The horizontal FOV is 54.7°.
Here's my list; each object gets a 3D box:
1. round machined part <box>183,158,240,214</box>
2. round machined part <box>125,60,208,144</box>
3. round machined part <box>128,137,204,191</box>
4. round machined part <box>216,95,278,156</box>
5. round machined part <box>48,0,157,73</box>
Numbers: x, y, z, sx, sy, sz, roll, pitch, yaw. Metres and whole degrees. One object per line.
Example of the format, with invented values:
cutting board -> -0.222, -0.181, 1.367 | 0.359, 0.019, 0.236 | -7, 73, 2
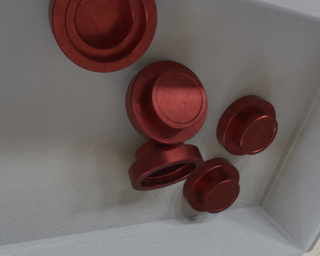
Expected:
round machined part -> 0.091, 0.101, 0.510 | 0.099, 0.042, 0.097 | -14, 124, -21
round machined part -> 0.014, -0.031, 0.355 | 0.099, 0.042, 0.097 | 3, 83, -25
round machined part -> 0.005, 0.044, 0.410 | 0.099, 0.042, 0.098 | -16, 155, -8
round machined part -> 0.140, 0.002, 0.475 | 0.099, 0.042, 0.097 | -14, 124, -21
round machined part -> -0.056, -0.107, 0.299 | 0.099, 0.042, 0.097 | -15, 128, -20
